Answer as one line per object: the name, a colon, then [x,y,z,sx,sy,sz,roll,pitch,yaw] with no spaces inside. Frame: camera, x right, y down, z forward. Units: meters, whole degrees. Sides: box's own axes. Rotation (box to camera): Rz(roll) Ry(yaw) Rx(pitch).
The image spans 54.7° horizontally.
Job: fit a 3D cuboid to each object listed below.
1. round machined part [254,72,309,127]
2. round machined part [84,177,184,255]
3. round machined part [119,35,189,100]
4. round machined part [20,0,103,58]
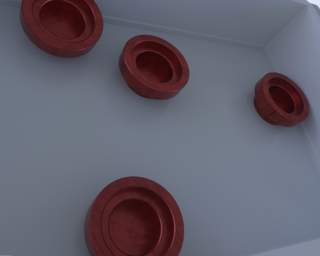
round machined part: [0.201,-0.044,0.529,0.099,0.042,0.098,14,56,-21]
round machined part: [-0.028,0.103,0.316,0.099,0.042,0.098,14,56,-21]
round machined part: [-0.012,-0.080,0.437,0.099,0.042,0.098,14,56,-21]
round machined part: [-0.127,-0.135,0.399,0.099,0.042,0.098,9,70,-28]
